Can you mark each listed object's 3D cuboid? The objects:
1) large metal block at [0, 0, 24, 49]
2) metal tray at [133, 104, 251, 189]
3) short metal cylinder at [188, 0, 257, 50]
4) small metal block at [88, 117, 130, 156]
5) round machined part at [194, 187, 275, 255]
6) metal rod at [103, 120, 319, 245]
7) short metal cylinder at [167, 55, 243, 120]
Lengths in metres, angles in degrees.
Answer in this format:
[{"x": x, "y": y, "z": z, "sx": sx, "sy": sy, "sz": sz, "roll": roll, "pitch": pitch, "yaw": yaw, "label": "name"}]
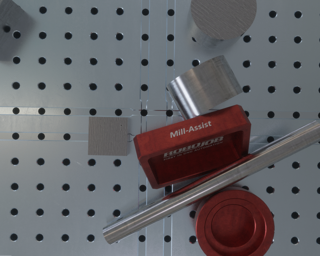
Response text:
[{"x": -0.241, "y": -0.147, "z": 0.399, "sx": 0.080, "sy": 0.050, "sz": 0.080, "roll": 31, "pitch": 90, "yaw": 0, "label": "large metal block"}, {"x": 0.042, "y": 0.027, "z": 0.381, "sx": 0.131, "sy": 0.090, "sz": 0.030, "roll": -17, "pitch": 54, "yaw": 0, "label": "metal tray"}, {"x": 0.078, "y": -0.147, "z": 0.401, "sx": 0.081, "sy": 0.050, "sz": 0.079, "roll": 0, "pitch": 90, "yaw": 0, "label": "short metal cylinder"}, {"x": -0.067, "y": 0.011, "z": 0.413, "sx": 0.050, "sy": 0.025, "sz": 0.050, "roll": 2, "pitch": 90, "yaw": 0, "label": "small metal block"}, {"x": 0.094, "y": 0.125, "z": 0.406, "sx": 0.099, "sy": 0.042, "sz": 0.097, "roll": 0, "pitch": 90, "yaw": 0, "label": "round machined part"}, {"x": 0.062, "y": 0.073, "z": 0.393, "sx": 0.301, "sy": 0.025, "sz": 0.025, "roll": -28, "pitch": 90, "yaw": 8, "label": "metal rod"}, {"x": 0.055, "y": -0.048, "z": 0.386, "sx": 0.080, "sy": 0.080, "sz": 0.050, "roll": -28, "pitch": 89, "yaw": 0, "label": "short metal cylinder"}]
